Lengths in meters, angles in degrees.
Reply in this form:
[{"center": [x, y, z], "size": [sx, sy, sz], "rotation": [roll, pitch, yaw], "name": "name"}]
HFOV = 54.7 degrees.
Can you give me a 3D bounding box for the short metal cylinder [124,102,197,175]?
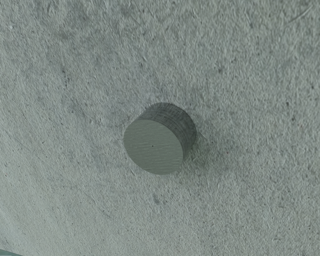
[{"center": [0.001, 0.013, 0.399], "size": [0.080, 0.050, 0.079], "rotation": [13, 124, 20], "name": "short metal cylinder"}]
